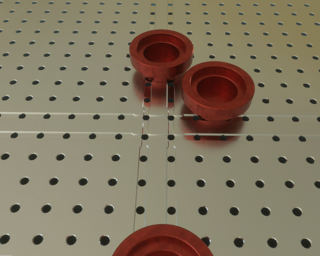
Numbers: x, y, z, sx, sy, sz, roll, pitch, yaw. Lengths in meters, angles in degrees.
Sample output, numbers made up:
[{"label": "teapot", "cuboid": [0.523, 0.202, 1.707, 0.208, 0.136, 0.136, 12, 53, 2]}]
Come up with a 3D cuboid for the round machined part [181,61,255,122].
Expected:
[{"label": "round machined part", "cuboid": [0.079, -0.047, 0.437, 0.099, 0.042, 0.098, 0, 50, 0]}]

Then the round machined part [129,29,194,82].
[{"label": "round machined part", "cuboid": [0.002, -0.110, 0.490, 0.099, 0.042, 0.098, 0, 50, 0]}]

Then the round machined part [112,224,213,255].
[{"label": "round machined part", "cuboid": [0.002, 0.141, 0.278, 0.099, 0.042, 0.098, 0, 50, 0]}]
